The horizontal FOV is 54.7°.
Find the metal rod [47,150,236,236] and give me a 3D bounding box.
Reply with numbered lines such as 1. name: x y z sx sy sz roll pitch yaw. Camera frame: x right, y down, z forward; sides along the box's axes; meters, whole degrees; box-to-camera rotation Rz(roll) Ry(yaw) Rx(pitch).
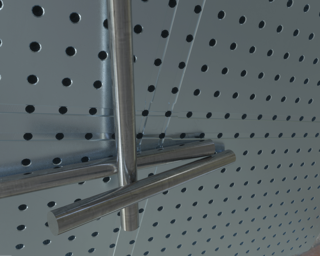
1. metal rod: 0.004 0.070 0.405 0.302 0.025 0.025 -12 125 -42

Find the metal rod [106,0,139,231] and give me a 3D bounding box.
1. metal rod: -0.041 -0.003 0.365 0.025 0.025 0.298 -11 116 -23

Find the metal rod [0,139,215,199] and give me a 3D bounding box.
1. metal rod: -0.059 0.050 0.410 0.303 0.025 0.025 -9 122 -24
